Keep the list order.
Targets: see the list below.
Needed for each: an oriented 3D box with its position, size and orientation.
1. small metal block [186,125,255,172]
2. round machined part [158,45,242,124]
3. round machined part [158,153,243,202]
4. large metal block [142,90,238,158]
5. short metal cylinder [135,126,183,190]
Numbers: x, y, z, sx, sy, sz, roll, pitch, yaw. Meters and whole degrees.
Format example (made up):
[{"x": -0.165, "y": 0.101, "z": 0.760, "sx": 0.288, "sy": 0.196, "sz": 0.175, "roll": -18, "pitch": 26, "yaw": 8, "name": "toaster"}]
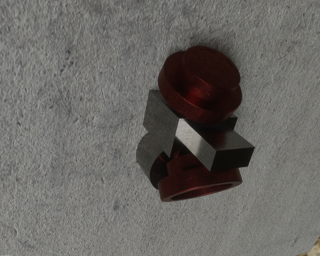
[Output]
[{"x": 0.064, "y": 0.020, "z": 0.337, "sx": 0.050, "sy": 0.050, "sz": 0.025, "roll": -3, "pitch": 119, "yaw": -27, "name": "small metal block"}, {"x": 0.051, "y": -0.055, "z": 0.351, "sx": 0.099, "sy": 0.098, "sz": 0.042, "roll": -2, "pitch": 145, "yaw": -28, "name": "round machined part"}, {"x": 0.045, "y": 0.057, "z": 0.373, "sx": 0.099, "sy": 0.042, "sz": 0.098, "roll": -11, "pitch": 161, "yaw": -4, "name": "round machined part"}, {"x": 0.034, "y": -0.008, "z": 0.387, "sx": 0.081, "sy": 0.080, "sz": 0.050, "roll": -2, "pitch": 120, "yaw": -28, "name": "large metal block"}, {"x": 0.013, "y": 0.041, "z": 0.427, "sx": 0.081, "sy": 0.050, "sz": 0.079, "roll": -14, "pitch": 125, "yaw": -21, "name": "short metal cylinder"}]
